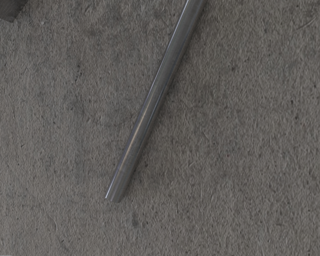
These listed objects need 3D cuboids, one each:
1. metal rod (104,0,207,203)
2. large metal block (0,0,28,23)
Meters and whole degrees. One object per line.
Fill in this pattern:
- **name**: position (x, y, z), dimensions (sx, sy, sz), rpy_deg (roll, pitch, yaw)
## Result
- **metal rod**: position (-0.007, -0.038, 0.411), dimensions (0.025, 0.025, 0.298), rpy_deg (26, 98, 18)
- **large metal block**: position (-0.246, -0.217, 0.466), dimensions (0.080, 0.080, 0.050), rpy_deg (-46, 76, 14)
